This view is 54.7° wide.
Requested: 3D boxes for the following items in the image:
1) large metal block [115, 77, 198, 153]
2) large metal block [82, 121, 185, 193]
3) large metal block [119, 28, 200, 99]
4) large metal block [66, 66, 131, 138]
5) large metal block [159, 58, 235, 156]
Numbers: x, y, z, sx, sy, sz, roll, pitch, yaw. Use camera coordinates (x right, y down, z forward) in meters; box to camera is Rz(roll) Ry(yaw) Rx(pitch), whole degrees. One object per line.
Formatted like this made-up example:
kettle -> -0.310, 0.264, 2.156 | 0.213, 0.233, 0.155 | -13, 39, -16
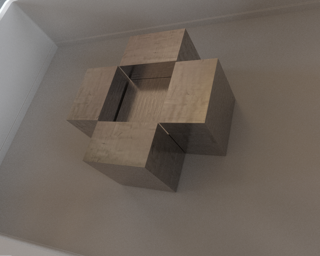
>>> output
large metal block -> -0.004, -0.017, 0.399 | 0.080, 0.050, 0.080 | 1, 62, 28
large metal block -> -0.027, 0.034, 0.362 | 0.080, 0.080, 0.050 | 2, 63, 29
large metal block -> 0.006, -0.081, 0.415 | 0.080, 0.080, 0.050 | 1, 62, 28
large metal block -> -0.069, -0.026, 0.422 | 0.050, 0.080, 0.080 | 1, 62, 29
large metal block -> 0.047, -0.022, 0.358 | 0.050, 0.080, 0.080 | 1, 62, 29
